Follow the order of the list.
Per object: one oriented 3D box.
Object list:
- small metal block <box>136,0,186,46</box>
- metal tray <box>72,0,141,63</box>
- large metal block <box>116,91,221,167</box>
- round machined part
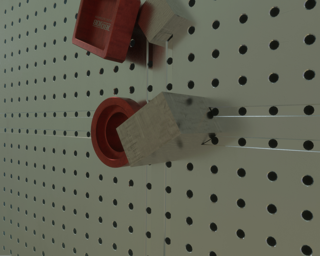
[{"bbox_3d":[-0.001,-0.146,0.410,0.050,0.025,0.050,-42,65,32],"label":"small metal block"},{"bbox_3d":[-0.085,-0.155,0.458,0.130,0.030,0.089,34,111,48],"label":"metal tray"},{"bbox_3d":[0.010,0.003,0.365,0.080,0.081,0.050,-36,68,34],"label":"large metal block"},{"bbox_3d":[-0.051,0.006,0.440,0.098,0.042,0.097,0,90,40],"label":"round machined part"}]
